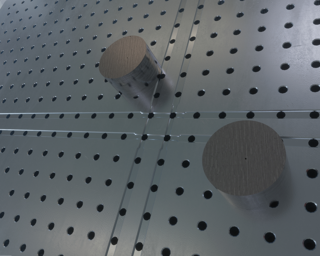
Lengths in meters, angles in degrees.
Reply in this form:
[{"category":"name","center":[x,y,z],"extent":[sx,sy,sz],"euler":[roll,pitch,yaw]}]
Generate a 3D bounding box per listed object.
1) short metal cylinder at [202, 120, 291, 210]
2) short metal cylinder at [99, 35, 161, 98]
[{"category":"short metal cylinder","center":[0.090,0.039,0.321],"extent":[0.080,0.050,0.080],"euler":[-13,56,21]},{"category":"short metal cylinder","center":[-0.045,-0.093,0.473],"extent":[0.080,0.050,0.080],"euler":[-13,56,21]}]
